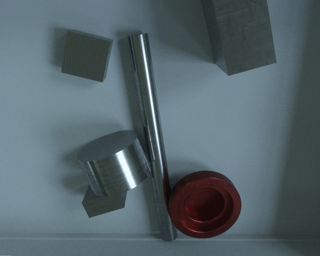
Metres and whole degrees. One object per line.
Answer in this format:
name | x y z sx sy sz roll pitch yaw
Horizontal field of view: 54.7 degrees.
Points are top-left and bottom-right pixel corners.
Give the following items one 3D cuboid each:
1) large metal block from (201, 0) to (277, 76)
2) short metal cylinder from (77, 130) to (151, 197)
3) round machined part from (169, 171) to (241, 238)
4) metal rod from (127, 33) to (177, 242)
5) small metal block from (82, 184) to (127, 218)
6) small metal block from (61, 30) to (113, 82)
large metal block | 0.084 -0.110 0.343 0.050 0.080 0.080 -15 110 5
short metal cylinder | -0.058 0.043 0.397 0.080 0.080 0.050 -17 109 6
round machined part | 0.061 0.103 0.439 0.099 0.042 0.097 -1 110 -4
metal rod | -0.006 0.027 0.421 0.025 0.025 0.298 -8 110 2
small metal block | -0.075 0.093 0.431 0.050 0.050 0.025 -18 109 6
small metal block | -0.088 -0.088 0.378 0.050 0.025 0.050 13 110 -5
